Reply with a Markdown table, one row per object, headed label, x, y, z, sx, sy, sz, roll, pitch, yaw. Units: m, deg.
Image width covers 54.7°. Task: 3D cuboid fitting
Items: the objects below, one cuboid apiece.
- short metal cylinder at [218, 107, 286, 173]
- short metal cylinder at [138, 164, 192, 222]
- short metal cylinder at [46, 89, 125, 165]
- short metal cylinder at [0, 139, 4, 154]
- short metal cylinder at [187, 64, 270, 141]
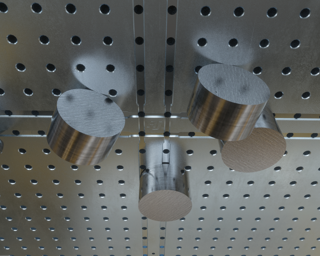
| label | x | y | z | sx | sy | sz | roll | pitch | yaw |
| --- | --- | --- | --- | --- | --- | --- | --- | --- | --- |
| short metal cylinder | 0.118 | 0.013 | 0.409 | 0.081 | 0.050 | 0.079 | 0 | 130 | 0 |
| short metal cylinder | 0.008 | 0.101 | 0.482 | 0.081 | 0.050 | 0.079 | 0 | 130 | 0 |
| short metal cylinder | -0.089 | -0.002 | 0.373 | 0.080 | 0.080 | 0.050 | 20 | 127 | -17 |
| short metal cylinder | -0.252 | 0.026 | 0.394 | 0.080 | 0.080 | 0.050 | -17 | 128 | 14 |
| short metal cylinder | 0.076 | -0.031 | 0.351 | 0.081 | 0.080 | 0.050 | 8 | 130 | -7 |
